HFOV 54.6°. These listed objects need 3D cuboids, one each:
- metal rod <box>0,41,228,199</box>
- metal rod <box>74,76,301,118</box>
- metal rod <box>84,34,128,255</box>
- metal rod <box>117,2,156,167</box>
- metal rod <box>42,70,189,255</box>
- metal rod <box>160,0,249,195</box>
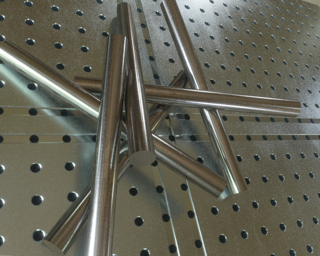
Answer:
[{"bbox_3d":[-0.057,-0.012,0.357,0.301,0.025,0.025,32,51,3],"label":"metal rod"},{"bbox_3d":[0.042,-0.040,0.410,0.302,0.025,0.025,5,59,-10],"label":"metal rod"},{"bbox_3d":[-0.055,0.040,0.313,0.025,0.025,0.299,10,70,-23],"label":"metal rod"},{"bbox_3d":[-0.036,-0.080,0.392,0.025,0.025,0.300,11,43,-22],"label":"metal rod"},{"bbox_3d":[-0.030,0.016,0.381,0.025,0.025,0.301,38,51,-3],"label":"metal rod"},{"bbox_3d":[0.059,-0.053,0.445,0.025,0.025,0.299,-11,76,-33],"label":"metal rod"}]
